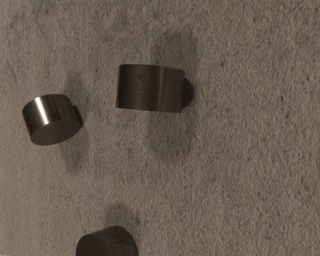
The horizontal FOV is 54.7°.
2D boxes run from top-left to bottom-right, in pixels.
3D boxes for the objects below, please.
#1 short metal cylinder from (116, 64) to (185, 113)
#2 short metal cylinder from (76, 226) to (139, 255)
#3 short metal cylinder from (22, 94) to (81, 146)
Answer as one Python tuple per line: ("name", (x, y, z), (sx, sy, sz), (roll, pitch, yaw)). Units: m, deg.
("short metal cylinder", (-0.012, -0.047, 0.377), (0.080, 0.081, 0.050), (8, 95, 39))
("short metal cylinder", (-0.077, 0.189, 0.450), (0.080, 0.050, 0.079), (0, 90, 39))
("short metal cylinder", (-0.180, -0.013, 0.514), (0.080, 0.081, 0.050), (-40, 66, 32))
